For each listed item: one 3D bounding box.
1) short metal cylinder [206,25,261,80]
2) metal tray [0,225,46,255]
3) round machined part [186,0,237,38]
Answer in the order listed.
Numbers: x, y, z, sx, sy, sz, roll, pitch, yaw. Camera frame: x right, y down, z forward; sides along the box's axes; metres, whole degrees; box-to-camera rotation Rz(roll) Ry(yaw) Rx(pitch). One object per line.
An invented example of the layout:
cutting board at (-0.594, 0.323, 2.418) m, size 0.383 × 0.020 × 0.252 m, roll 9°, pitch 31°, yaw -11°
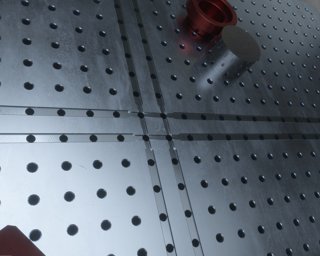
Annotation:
short metal cylinder at (0.128, -0.133, 0.544) m, size 0.081 × 0.050 × 0.080 m, roll 14°, pitch 56°, yaw -21°
metal tray at (-0.104, 0.147, 0.232) m, size 0.130 × 0.030 × 0.090 m, roll 44°, pitch 20°, yaw 2°
round machined part at (0.090, -0.207, 0.574) m, size 0.099 × 0.042 × 0.098 m, roll 14°, pitch 55°, yaw -20°
